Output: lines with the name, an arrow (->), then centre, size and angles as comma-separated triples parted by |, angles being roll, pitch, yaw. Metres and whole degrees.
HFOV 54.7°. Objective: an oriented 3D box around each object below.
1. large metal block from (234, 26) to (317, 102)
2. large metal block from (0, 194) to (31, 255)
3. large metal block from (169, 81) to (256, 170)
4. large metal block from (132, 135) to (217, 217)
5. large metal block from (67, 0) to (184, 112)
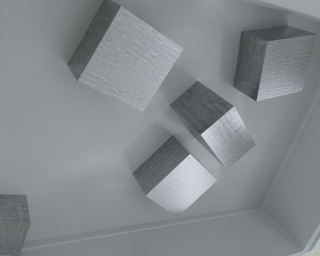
large metal block -> 0.153, -0.089, 0.421 | 0.081, 0.050, 0.079 | -14, 124, -21
large metal block -> -0.205, 0.123, 0.357 | 0.081, 0.050, 0.079 | 12, 112, -33
large metal block -> 0.069, -0.004, 0.408 | 0.050, 0.080, 0.080 | -41, 129, 0
large metal block -> 0.022, 0.071, 0.448 | 0.080, 0.050, 0.080 | -44, 129, 2
large metal block -> -0.037, -0.075, 0.326 | 0.080, 0.050, 0.080 | 24, 105, -37
